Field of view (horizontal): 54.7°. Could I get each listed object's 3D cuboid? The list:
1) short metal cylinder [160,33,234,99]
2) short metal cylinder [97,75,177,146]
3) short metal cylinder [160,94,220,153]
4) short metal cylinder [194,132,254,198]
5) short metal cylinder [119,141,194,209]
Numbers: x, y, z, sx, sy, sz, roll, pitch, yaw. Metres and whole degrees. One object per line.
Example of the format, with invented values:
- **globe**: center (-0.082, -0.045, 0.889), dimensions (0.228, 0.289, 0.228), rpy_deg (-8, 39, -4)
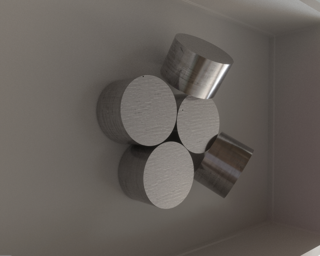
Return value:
- **short metal cylinder**: center (0.047, -0.081, 0.400), dimensions (0.081, 0.080, 0.050), rpy_deg (-4, 131, -40)
- **short metal cylinder**: center (-0.026, -0.020, 0.367), dimensions (0.081, 0.050, 0.079), rpy_deg (0, 90, -40)
- **short metal cylinder**: center (0.035, -0.007, 0.419), dimensions (0.081, 0.050, 0.079), rpy_deg (0, 90, -40)
- **short metal cylinder**: center (0.090, 0.052, 0.439), dimensions (0.080, 0.050, 0.080), rpy_deg (-54, 166, -20)
- **short metal cylinder**: center (-0.004, 0.056, 0.387), dimensions (0.081, 0.050, 0.079), rpy_deg (0, 90, -40)
